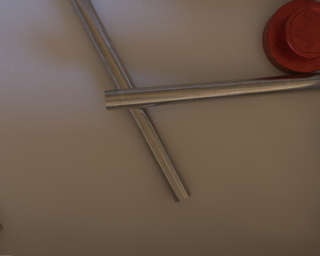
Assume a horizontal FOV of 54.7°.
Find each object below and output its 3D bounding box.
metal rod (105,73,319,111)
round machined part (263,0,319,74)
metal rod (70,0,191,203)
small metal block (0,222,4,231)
[{"bbox_3d":[0.083,-0.048,0.398,0.302,0.025,0.025,-6,90,-6],"label":"metal rod"},{"bbox_3d":[0.190,-0.121,0.405,0.099,0.042,0.097,0,90,-1],"label":"round machined part"},{"bbox_3d":[-0.039,-0.040,0.410,0.025,0.025,0.299,-28,90,0],"label":"metal rod"},{"bbox_3d":[-0.247,0.127,0.408,0.050,0.025,0.050,-29,90,-1],"label":"small metal block"}]
